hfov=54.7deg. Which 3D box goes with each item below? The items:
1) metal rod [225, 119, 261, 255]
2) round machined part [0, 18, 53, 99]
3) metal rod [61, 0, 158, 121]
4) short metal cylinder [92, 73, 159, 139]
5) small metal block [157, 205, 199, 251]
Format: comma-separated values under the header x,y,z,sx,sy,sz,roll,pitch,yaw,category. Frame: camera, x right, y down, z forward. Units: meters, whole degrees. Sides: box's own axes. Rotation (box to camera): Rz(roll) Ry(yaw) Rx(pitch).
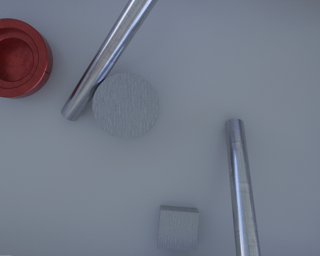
x,y,z,sx,sy,sz,roll,pitch,yaw,category
0.093,0.119,0.333,0.025,0.025,0.300,3,56,0,metal rod
-0.187,-0.086,0.400,0.099,0.042,0.097,0,90,-1,round machined part
-0.034,-0.116,0.339,0.025,0.025,0.299,41,119,-1,metal rod
-0.041,-0.027,0.398,0.081,0.050,0.079,0,90,-1,short metal cylinder
0.023,0.133,0.412,0.050,0.025,0.050,5,90,-1,small metal block
